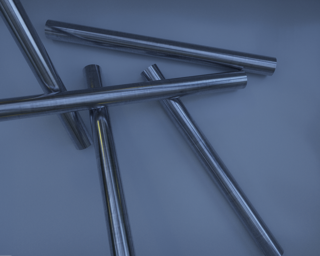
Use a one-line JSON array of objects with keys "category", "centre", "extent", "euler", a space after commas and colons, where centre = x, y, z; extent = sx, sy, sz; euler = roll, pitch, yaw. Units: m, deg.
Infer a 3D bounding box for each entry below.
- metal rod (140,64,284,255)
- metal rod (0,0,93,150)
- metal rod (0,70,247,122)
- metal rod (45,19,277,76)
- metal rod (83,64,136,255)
[{"category": "metal rod", "centre": [0.069, 0.045, 0.412], "extent": [0.025, 0.025, 0.299], "euler": [-34, 90, 0]}, {"category": "metal rod", "centre": [-0.147, -0.100, 0.339], "extent": [0.025, 0.025, 0.299], "euler": [-21, 119, 0]}, {"category": "metal rod", "centre": [-0.036, -0.041, 0.374], "extent": [0.302, 0.025, 0.025], "euler": [-9, 90, -14]}, {"category": "metal rod", "centre": [0.002, -0.106, 0.411], "extent": [0.302, 0.025, 0.025], "euler": [9, 90, -1]}, {"category": "metal rod", "centre": [-0.056, 0.055, 0.350], "extent": [0.025, 0.025, 0.299], "euler": [-14, 65, 0]}]
